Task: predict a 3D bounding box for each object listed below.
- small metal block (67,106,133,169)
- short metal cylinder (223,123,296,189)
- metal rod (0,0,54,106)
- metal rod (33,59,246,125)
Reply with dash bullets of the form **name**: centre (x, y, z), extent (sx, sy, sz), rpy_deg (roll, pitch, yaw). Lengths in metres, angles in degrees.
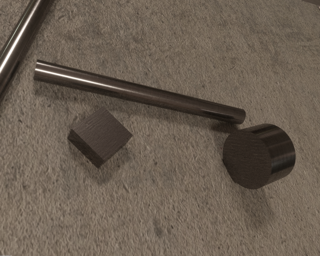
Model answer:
- **small metal block**: centre (-0.069, 0.010, 0.361), extent (0.050, 0.025, 0.050), rpy_deg (45, 51, 2)
- **short metal cylinder**: centre (0.132, 0.037, 0.419), extent (0.050, 0.080, 0.080), rpy_deg (-12, 68, -33)
- **metal rod**: centre (-0.170, -0.105, 0.376), extent (0.025, 0.025, 0.300), rpy_deg (20, 54, -17)
- **metal rod**: centre (-0.011, -0.043, 0.425), extent (0.302, 0.025, 0.025), rpy_deg (11, 57, -23)
